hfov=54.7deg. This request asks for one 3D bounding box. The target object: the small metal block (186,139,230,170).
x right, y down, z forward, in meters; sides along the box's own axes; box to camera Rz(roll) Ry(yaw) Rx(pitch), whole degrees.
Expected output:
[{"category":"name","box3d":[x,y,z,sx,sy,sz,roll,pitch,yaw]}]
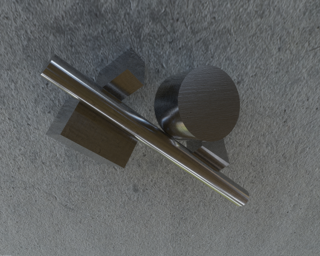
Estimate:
[{"category":"small metal block","box3d":[0.062,0.025,0.411,0.050,0.050,0.025,33,122,-25]}]

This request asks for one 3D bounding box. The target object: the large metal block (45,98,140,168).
[{"category":"large metal block","box3d":[-0.081,0.005,0.372,0.080,0.050,0.080,33,163,-26]}]

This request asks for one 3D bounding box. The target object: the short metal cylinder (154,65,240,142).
[{"category":"short metal cylinder","box3d":[0.041,-0.025,0.344,0.080,0.080,0.050,32,164,-24]}]

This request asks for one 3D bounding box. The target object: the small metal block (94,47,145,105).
[{"category":"small metal block","box3d":[-0.044,-0.056,0.345,0.050,0.050,0.025,-31,124,23]}]

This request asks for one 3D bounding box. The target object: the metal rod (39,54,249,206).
[{"category":"metal rod","box3d":[0.003,0.018,0.359,0.301,0.025,0.025,36,121,-27]}]
